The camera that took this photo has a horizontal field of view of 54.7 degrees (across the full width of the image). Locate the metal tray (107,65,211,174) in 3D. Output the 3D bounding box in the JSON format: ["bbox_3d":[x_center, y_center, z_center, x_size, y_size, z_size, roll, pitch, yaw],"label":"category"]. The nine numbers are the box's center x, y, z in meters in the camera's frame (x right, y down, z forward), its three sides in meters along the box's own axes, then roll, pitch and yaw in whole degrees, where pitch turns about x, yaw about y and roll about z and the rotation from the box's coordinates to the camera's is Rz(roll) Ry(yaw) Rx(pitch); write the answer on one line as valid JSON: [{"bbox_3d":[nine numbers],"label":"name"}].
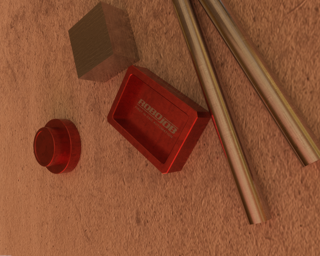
[{"bbox_3d":[-0.008,-0.014,0.405,0.130,0.030,0.089,40,114,32],"label":"metal tray"}]

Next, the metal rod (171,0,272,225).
[{"bbox_3d":[0.061,-0.043,0.353,0.025,0.025,0.299,-27,73,36],"label":"metal rod"}]

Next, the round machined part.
[{"bbox_3d":[-0.186,0.032,0.544,0.098,0.042,0.097,0,90,39],"label":"round machined part"}]

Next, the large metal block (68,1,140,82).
[{"bbox_3d":[-0.084,-0.122,0.455,0.080,0.050,0.080,-24,75,37],"label":"large metal block"}]

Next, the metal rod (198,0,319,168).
[{"bbox_3d":[0.083,-0.096,0.335,0.025,0.025,0.299,-39,67,33],"label":"metal rod"}]
